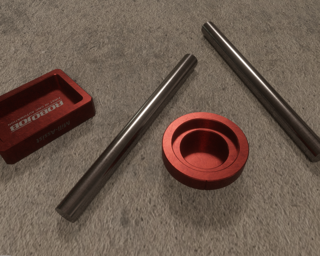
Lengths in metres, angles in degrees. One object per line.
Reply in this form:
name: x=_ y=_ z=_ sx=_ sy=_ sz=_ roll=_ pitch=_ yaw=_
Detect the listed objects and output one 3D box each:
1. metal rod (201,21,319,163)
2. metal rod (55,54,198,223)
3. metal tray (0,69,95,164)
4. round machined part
metal rod: x=0.141 y=-0.073 z=0.465 sx=0.025 sy=0.025 sz=0.300 roll=-17 pitch=52 yaw=-14
metal rod: x=-0.025 y=-0.008 z=0.409 sx=0.025 sy=0.025 sz=0.301 roll=24 pitch=54 yaw=18
metal tray: x=-0.166 y=-0.021 z=0.415 sx=0.131 sy=0.030 sz=0.090 roll=-35 pitch=59 yaw=-26
round machined part: x=0.051 y=0.031 z=0.367 sx=0.099 sy=0.042 sz=0.098 roll=0 pitch=50 yaw=0
